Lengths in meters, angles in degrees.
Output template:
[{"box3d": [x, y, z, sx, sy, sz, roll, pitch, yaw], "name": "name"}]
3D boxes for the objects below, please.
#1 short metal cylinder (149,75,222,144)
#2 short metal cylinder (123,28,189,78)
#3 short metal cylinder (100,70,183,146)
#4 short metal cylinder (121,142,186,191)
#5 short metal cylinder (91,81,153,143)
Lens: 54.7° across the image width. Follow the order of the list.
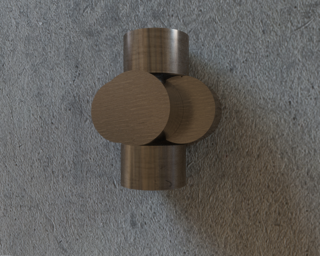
[{"box3d": [0.033, -0.022, 0.385, 0.080, 0.050, 0.079, 0, 90, 19], "name": "short metal cylinder"}, {"box3d": [-0.005, -0.086, 0.382, 0.080, 0.080, 0.050, 0, 90, 19], "name": "short metal cylinder"}, {"box3d": [-0.019, -0.021, 0.349, 0.080, 0.050, 0.079, 0, 90, 19], "name": "short metal cylinder"}, {"box3d": [-0.008, 0.044, 0.383, 0.080, 0.080, 0.050, 0, 90, 19], "name": "short metal cylinder"}, {"box3d": [-0.043, -0.021, 0.411, 0.080, 0.050, 0.079, 0, 90, 19], "name": "short metal cylinder"}]
